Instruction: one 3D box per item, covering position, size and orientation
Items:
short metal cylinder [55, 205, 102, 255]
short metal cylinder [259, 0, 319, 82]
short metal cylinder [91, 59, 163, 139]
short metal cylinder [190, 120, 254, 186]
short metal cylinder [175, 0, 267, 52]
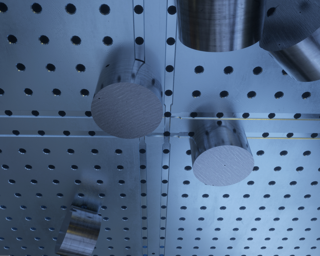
[{"bbox_3d":[-0.138,0.177,0.524,0.050,0.080,0.080,22,126,-18],"label":"short metal cylinder"},{"bbox_3d":[0.145,-0.092,0.300,0.050,0.080,0.080,34,122,-26],"label":"short metal cylinder"},{"bbox_3d":[-0.037,-0.033,0.366,0.081,0.050,0.079,0,130,0],"label":"short metal cylinder"},{"bbox_3d":[0.083,0.036,0.427,0.081,0.050,0.079,0,130,0],"label":"short metal cylinder"},{"bbox_3d":[0.055,-0.111,0.282,0.080,0.080,0.050,-5,130,4],"label":"short metal cylinder"}]
